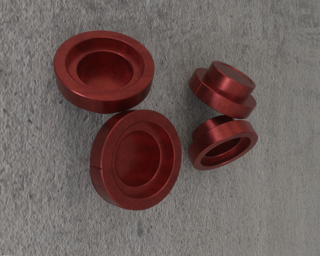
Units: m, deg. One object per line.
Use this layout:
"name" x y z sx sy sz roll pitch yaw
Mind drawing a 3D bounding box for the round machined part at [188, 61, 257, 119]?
"round machined part" 0.093 -0.059 0.433 0.099 0.098 0.042 2 128 -40

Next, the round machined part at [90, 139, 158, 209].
"round machined part" -0.038 0.042 0.362 0.099 0.042 0.097 0 91 -40

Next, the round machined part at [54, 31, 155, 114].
"round machined part" -0.057 -0.053 0.323 0.099 0.042 0.098 6 55 -8

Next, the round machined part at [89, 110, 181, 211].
"round machined part" -0.027 0.030 0.315 0.099 0.042 0.097 -2 94 -41

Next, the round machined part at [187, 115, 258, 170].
"round machined part" 0.084 0.018 0.441 0.099 0.097 0.042 5 50 -40
